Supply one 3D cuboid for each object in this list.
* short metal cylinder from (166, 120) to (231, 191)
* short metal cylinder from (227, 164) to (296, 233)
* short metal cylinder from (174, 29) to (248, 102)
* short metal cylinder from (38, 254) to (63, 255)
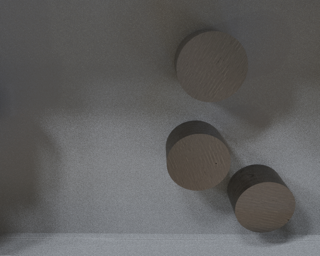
[{"bbox_3d":[0.048,0.036,0.412,0.081,0.050,0.079,0,110,-1],"label":"short metal cylinder"},{"bbox_3d":[0.140,0.098,0.436,0.081,0.050,0.079,0,110,-1],"label":"short metal cylinder"},{"bbox_3d":[0.059,-0.076,0.371,0.081,0.050,0.079,0,110,-1],"label":"short metal cylinder"},{"bbox_3d":[-0.172,0.240,0.470,0.081,0.080,0.050,12,110,-5],"label":"short metal cylinder"}]
